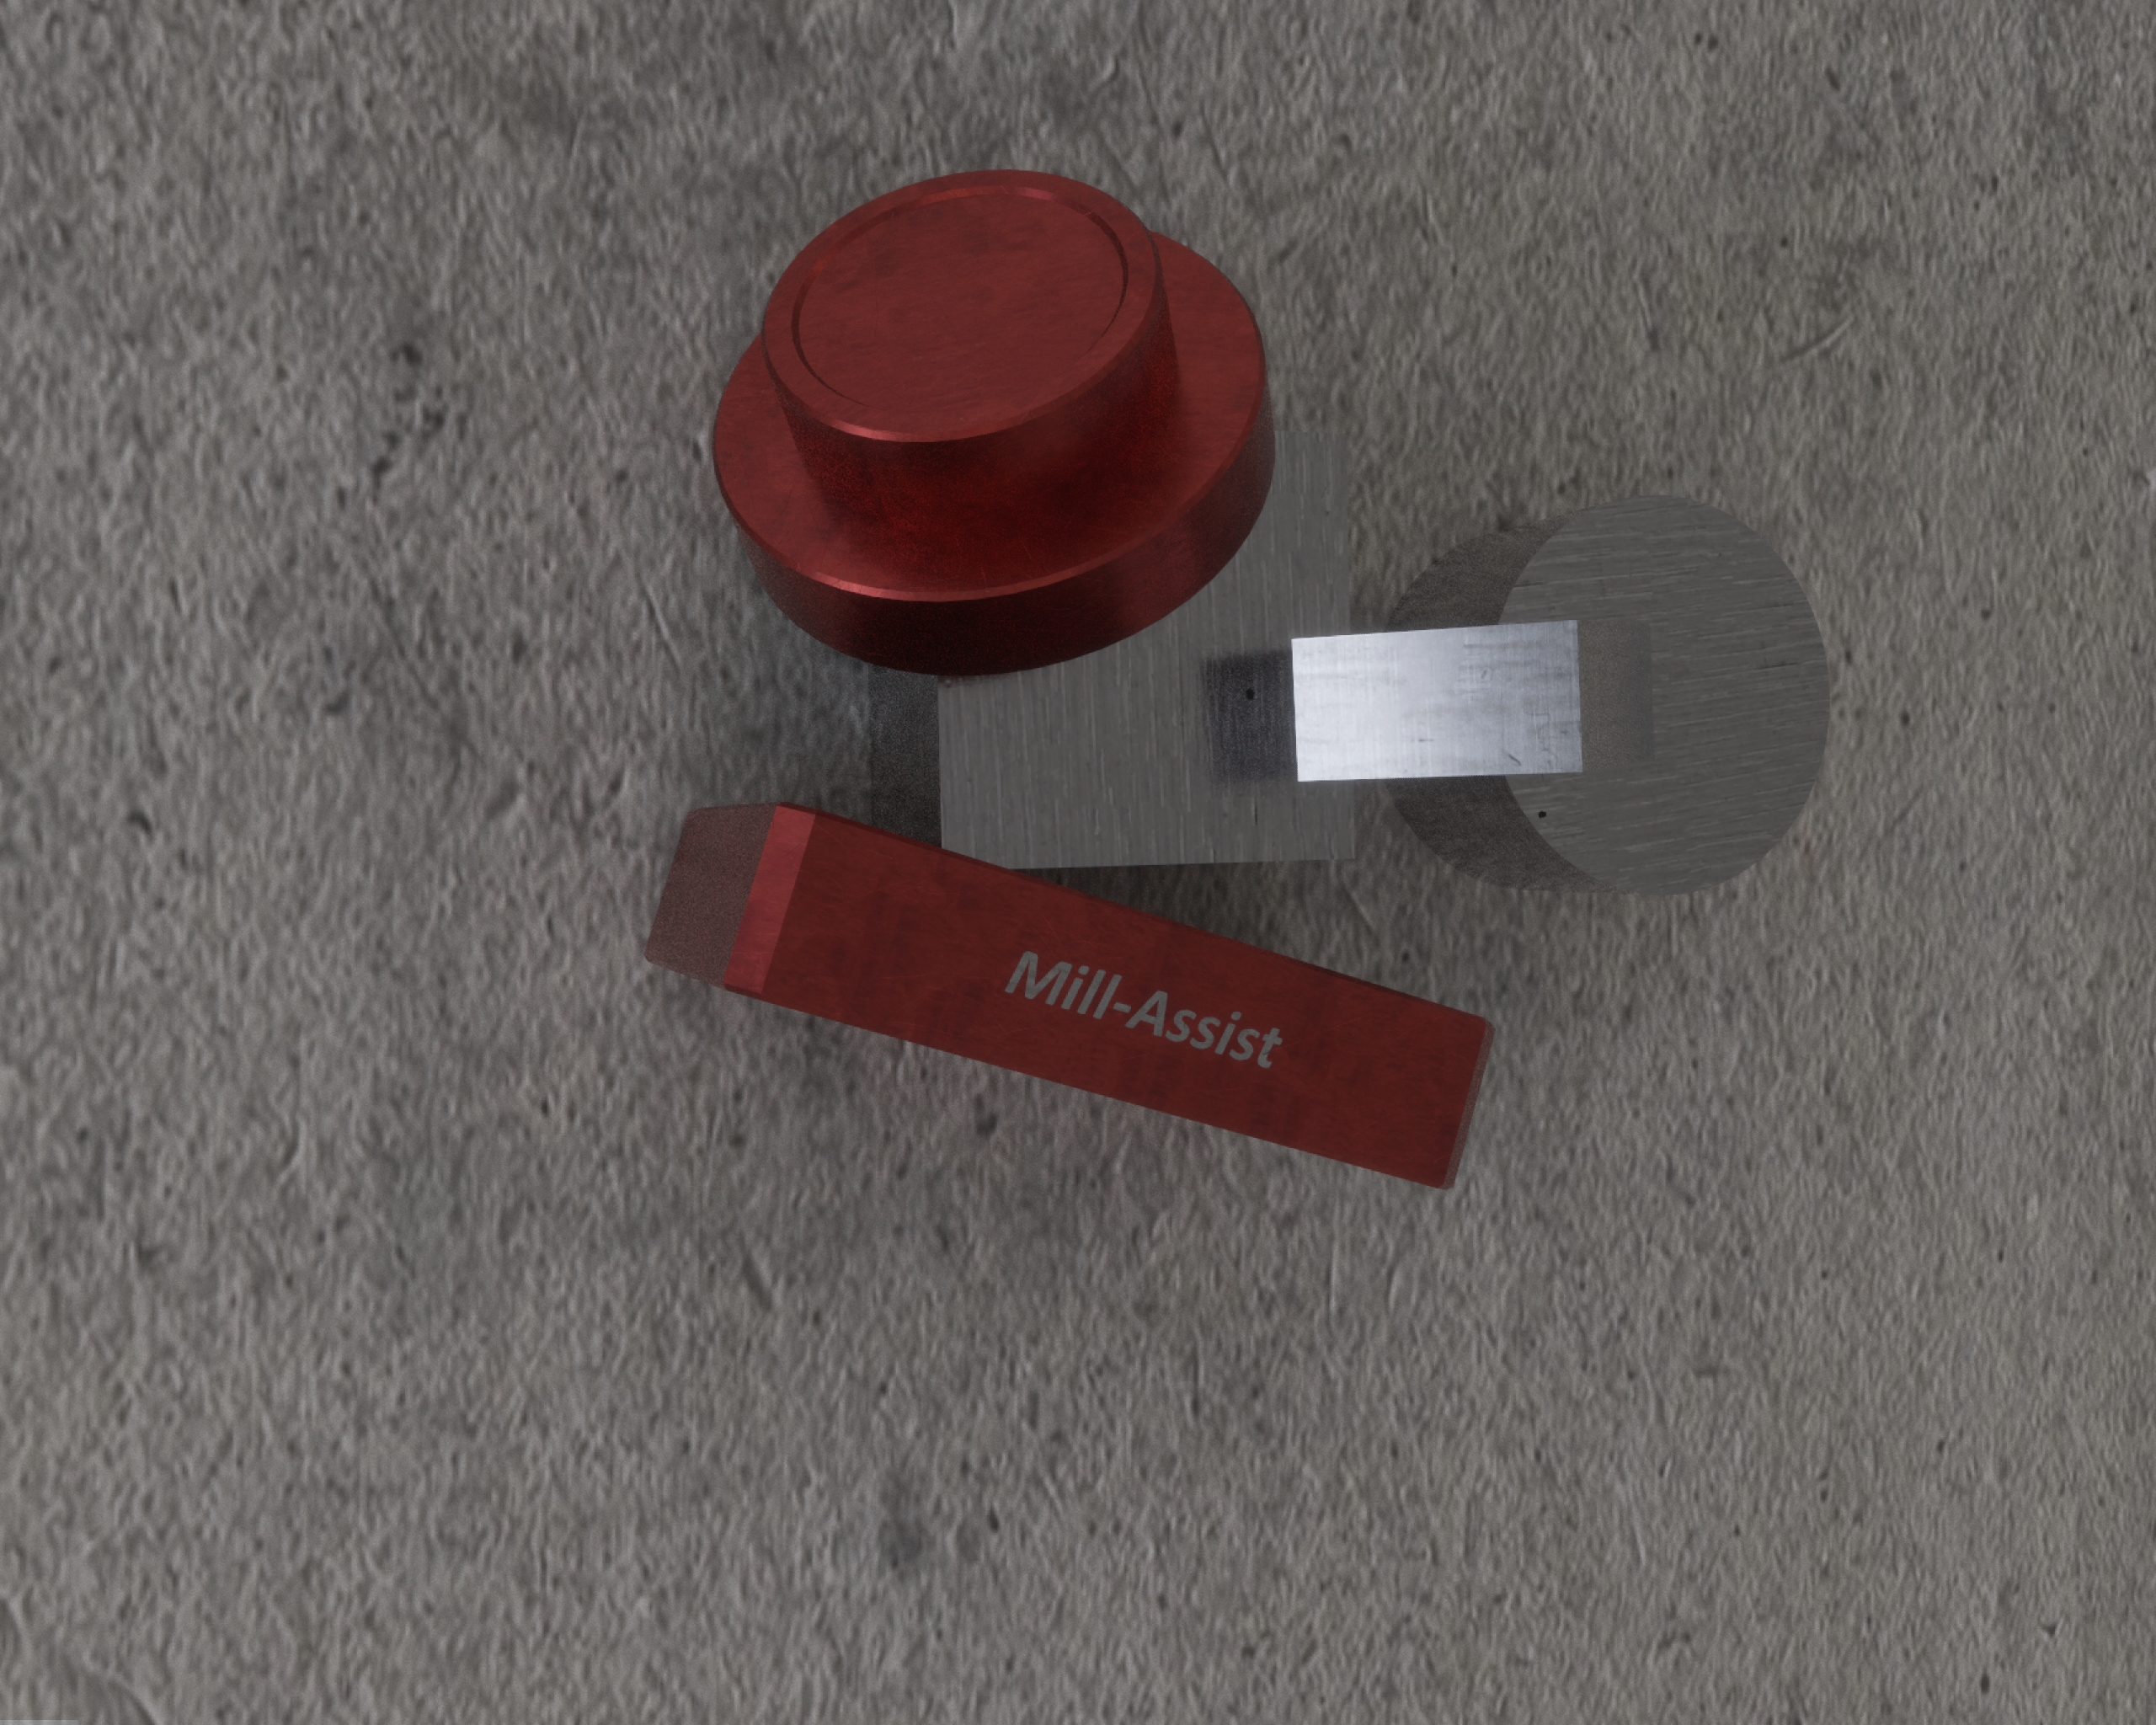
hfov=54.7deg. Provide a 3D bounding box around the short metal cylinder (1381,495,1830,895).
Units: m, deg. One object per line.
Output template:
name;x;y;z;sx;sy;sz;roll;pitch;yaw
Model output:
short metal cylinder;0.108;-0.033;0.438;0.081;0.050;0.080;0;90;-20

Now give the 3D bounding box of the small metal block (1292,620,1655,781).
small metal block;0.072;-0.029;0.375;0.050;0.050;0.025;-10;98;-61

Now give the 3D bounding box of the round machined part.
round machined part;-0.017;-0.083;0.365;0.098;0.098;0.042;-38;147;-16

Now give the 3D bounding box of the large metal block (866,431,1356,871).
large metal block;0.005;-0.040;0.400;0.081;0.050;0.080;-2;91;-20

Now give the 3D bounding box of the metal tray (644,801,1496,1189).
metal tray;-0.004;0.023;0.374;0.131;0.090;0.030;18;85;-19
